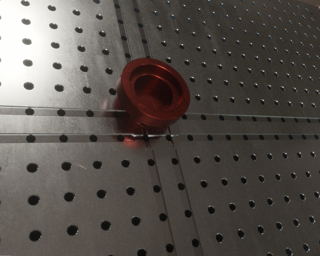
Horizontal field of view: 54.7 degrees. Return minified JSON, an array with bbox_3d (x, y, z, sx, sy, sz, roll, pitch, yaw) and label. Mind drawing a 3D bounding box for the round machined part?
[{"bbox_3d":[-0.012,-0.044,0.419,0.099,0.042,0.098,14,56,-21],"label":"round machined part"}]
